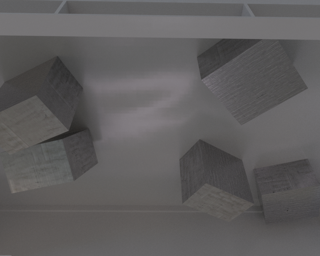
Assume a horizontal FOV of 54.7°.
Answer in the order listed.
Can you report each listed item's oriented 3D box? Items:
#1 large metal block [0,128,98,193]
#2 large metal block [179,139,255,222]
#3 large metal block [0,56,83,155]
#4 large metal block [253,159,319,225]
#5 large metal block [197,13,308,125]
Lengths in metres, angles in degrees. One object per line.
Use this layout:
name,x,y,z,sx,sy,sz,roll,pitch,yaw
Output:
large metal block,-0.136,0.039,0.395,0.080,0.080,0.050,-12,96,10
large metal block,0.077,0.074,0.436,0.080,0.080,0.050,26,125,-21
large metal block,-0.142,-0.026,0.349,0.080,0.080,0.050,-21,127,16
large metal block,0.195,0.100,0.479,0.080,0.050,0.080,-13,129,11
large metal block,0.099,-0.062,0.341,0.080,0.050,0.080,-32,123,24
